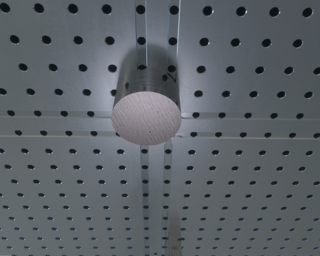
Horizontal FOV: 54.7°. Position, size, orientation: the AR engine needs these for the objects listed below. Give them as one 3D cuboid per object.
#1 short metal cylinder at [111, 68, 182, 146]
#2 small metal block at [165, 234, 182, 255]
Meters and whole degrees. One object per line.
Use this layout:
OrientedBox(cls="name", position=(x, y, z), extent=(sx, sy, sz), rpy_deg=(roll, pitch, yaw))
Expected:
OrientedBox(cls="short metal cylinder", position=(-0.015, -0.025, 0.374), extent=(0.081, 0.050, 0.079), rpy_deg=(0, 130, 0))
OrientedBox(cls="small metal block", position=(0.025, 0.243, 0.602), extent=(0.025, 0.050, 0.050), rpy_deg=(6, 130, -5))
